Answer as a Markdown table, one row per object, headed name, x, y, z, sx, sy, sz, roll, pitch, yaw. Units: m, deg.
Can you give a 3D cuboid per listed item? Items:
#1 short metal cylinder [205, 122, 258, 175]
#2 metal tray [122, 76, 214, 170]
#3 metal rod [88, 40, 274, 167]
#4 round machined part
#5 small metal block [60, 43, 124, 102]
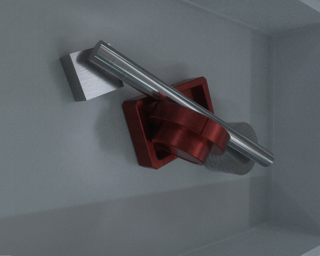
| name | x | y | z | sx | sy | sz | roll | pitch | yaw |
| --- | --- | --- | --- | --- | --- | --- | --- | --- | --- |
| short metal cylinder | 0.108 | 0.031 | 0.482 | 0.081 | 0.050 | 0.079 | 0 | 90 | -40 |
| metal tray | 0.019 | -0.011 | 0.419 | 0.131 | 0.030 | 0.089 | -25 | 106 | -38 |
| metal rod | 0.048 | -0.016 | 0.393 | 0.301 | 0.025 | 0.025 | 29 | 72 | -30 |
| round machined part | 0.029 | 0.011 | 0.367 | 0.098 | 0.098 | 0.042 | 34 | 77 | -35 |
| small metal block | -0.074 | -0.061 | 0.343 | 0.050 | 0.025 | 0.050 | -28 | 108 | -37 |
